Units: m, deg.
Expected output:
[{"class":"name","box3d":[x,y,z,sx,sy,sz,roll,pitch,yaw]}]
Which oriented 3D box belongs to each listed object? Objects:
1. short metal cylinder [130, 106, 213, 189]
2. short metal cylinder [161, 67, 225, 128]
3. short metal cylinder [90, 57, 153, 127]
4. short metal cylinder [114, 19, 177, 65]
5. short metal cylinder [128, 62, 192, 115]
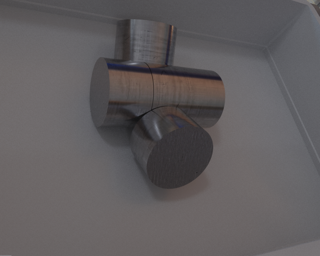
[{"class":"short metal cylinder","box3d":[0.012,0.022,0.352,0.081,0.079,0.050,0,28,-28]},{"class":"short metal cylinder","box3d":[0.042,-0.040,0.415,0.050,0.080,0.080,1,61,-27]},{"class":"short metal cylinder","box3d":[-0.048,-0.041,0.367,0.050,0.080,0.080,1,61,-27]},{"class":"short metal cylinder","box3d":[-0.020,-0.111,0.416,0.081,0.080,0.050,2,99,-27]},{"class":"short metal cylinder","box3d":[-0.003,-0.040,0.391,0.050,0.080,0.080,1,61,-27]}]
